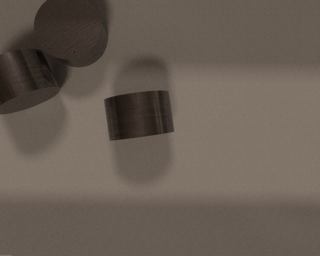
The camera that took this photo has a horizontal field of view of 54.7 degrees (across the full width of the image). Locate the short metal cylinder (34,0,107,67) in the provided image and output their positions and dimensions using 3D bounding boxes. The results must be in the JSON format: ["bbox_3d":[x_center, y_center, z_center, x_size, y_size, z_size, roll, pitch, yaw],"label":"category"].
[{"bbox_3d":[-0.111,-0.122,0.397,0.081,0.050,0.079,0,90,-1],"label":"short metal cylinder"}]

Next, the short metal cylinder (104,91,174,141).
[{"bbox_3d":[-0.025,-0.015,0.384,0.081,0.080,0.050,-8,90,0],"label":"short metal cylinder"}]

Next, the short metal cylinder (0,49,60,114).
[{"bbox_3d":[-0.172,-0.056,0.382,0.080,0.080,0.050,-25,91,0],"label":"short metal cylinder"}]
